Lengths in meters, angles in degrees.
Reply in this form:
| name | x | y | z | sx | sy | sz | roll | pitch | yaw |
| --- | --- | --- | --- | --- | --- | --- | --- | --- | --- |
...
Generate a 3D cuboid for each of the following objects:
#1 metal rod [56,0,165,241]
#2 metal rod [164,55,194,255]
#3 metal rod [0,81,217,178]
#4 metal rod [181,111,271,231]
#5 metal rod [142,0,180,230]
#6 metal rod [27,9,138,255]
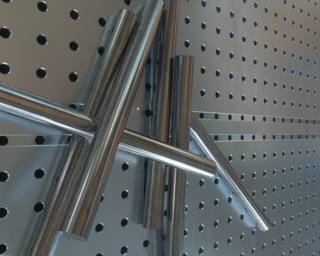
| name | x | y | z | sx | sy | sz | roll | pitch | yaw |
| --- | --- | --- | --- | --- | --- | --- | --- | --- | --- |
| metal rod | -0.038 | -0.037 | 0.324 | 0.025 | 0.025 | 0.300 | 39 | 50 | -33 |
| metal rod | 0.024 | 0.057 | 0.411 | 0.025 | 0.025 | 0.298 | -1 | 96 | -40 |
| metal rod | -0.054 | 0.006 | 0.326 | 0.302 | 0.025 | 0.025 | 22 | 76 | -32 |
| metal rod | 0.109 | 0.074 | 0.498 | 0.300 | 0.025 | 0.025 | 51 | 60 | -28 |
| metal rod | 0.002 | -0.021 | 0.409 | 0.025 | 0.025 | 0.299 | 8 | 85 | -40 |
| metal rod | -0.081 | 0.004 | 0.340 | 0.025 | 0.025 | 0.299 | 27 | 73 | -37 |
